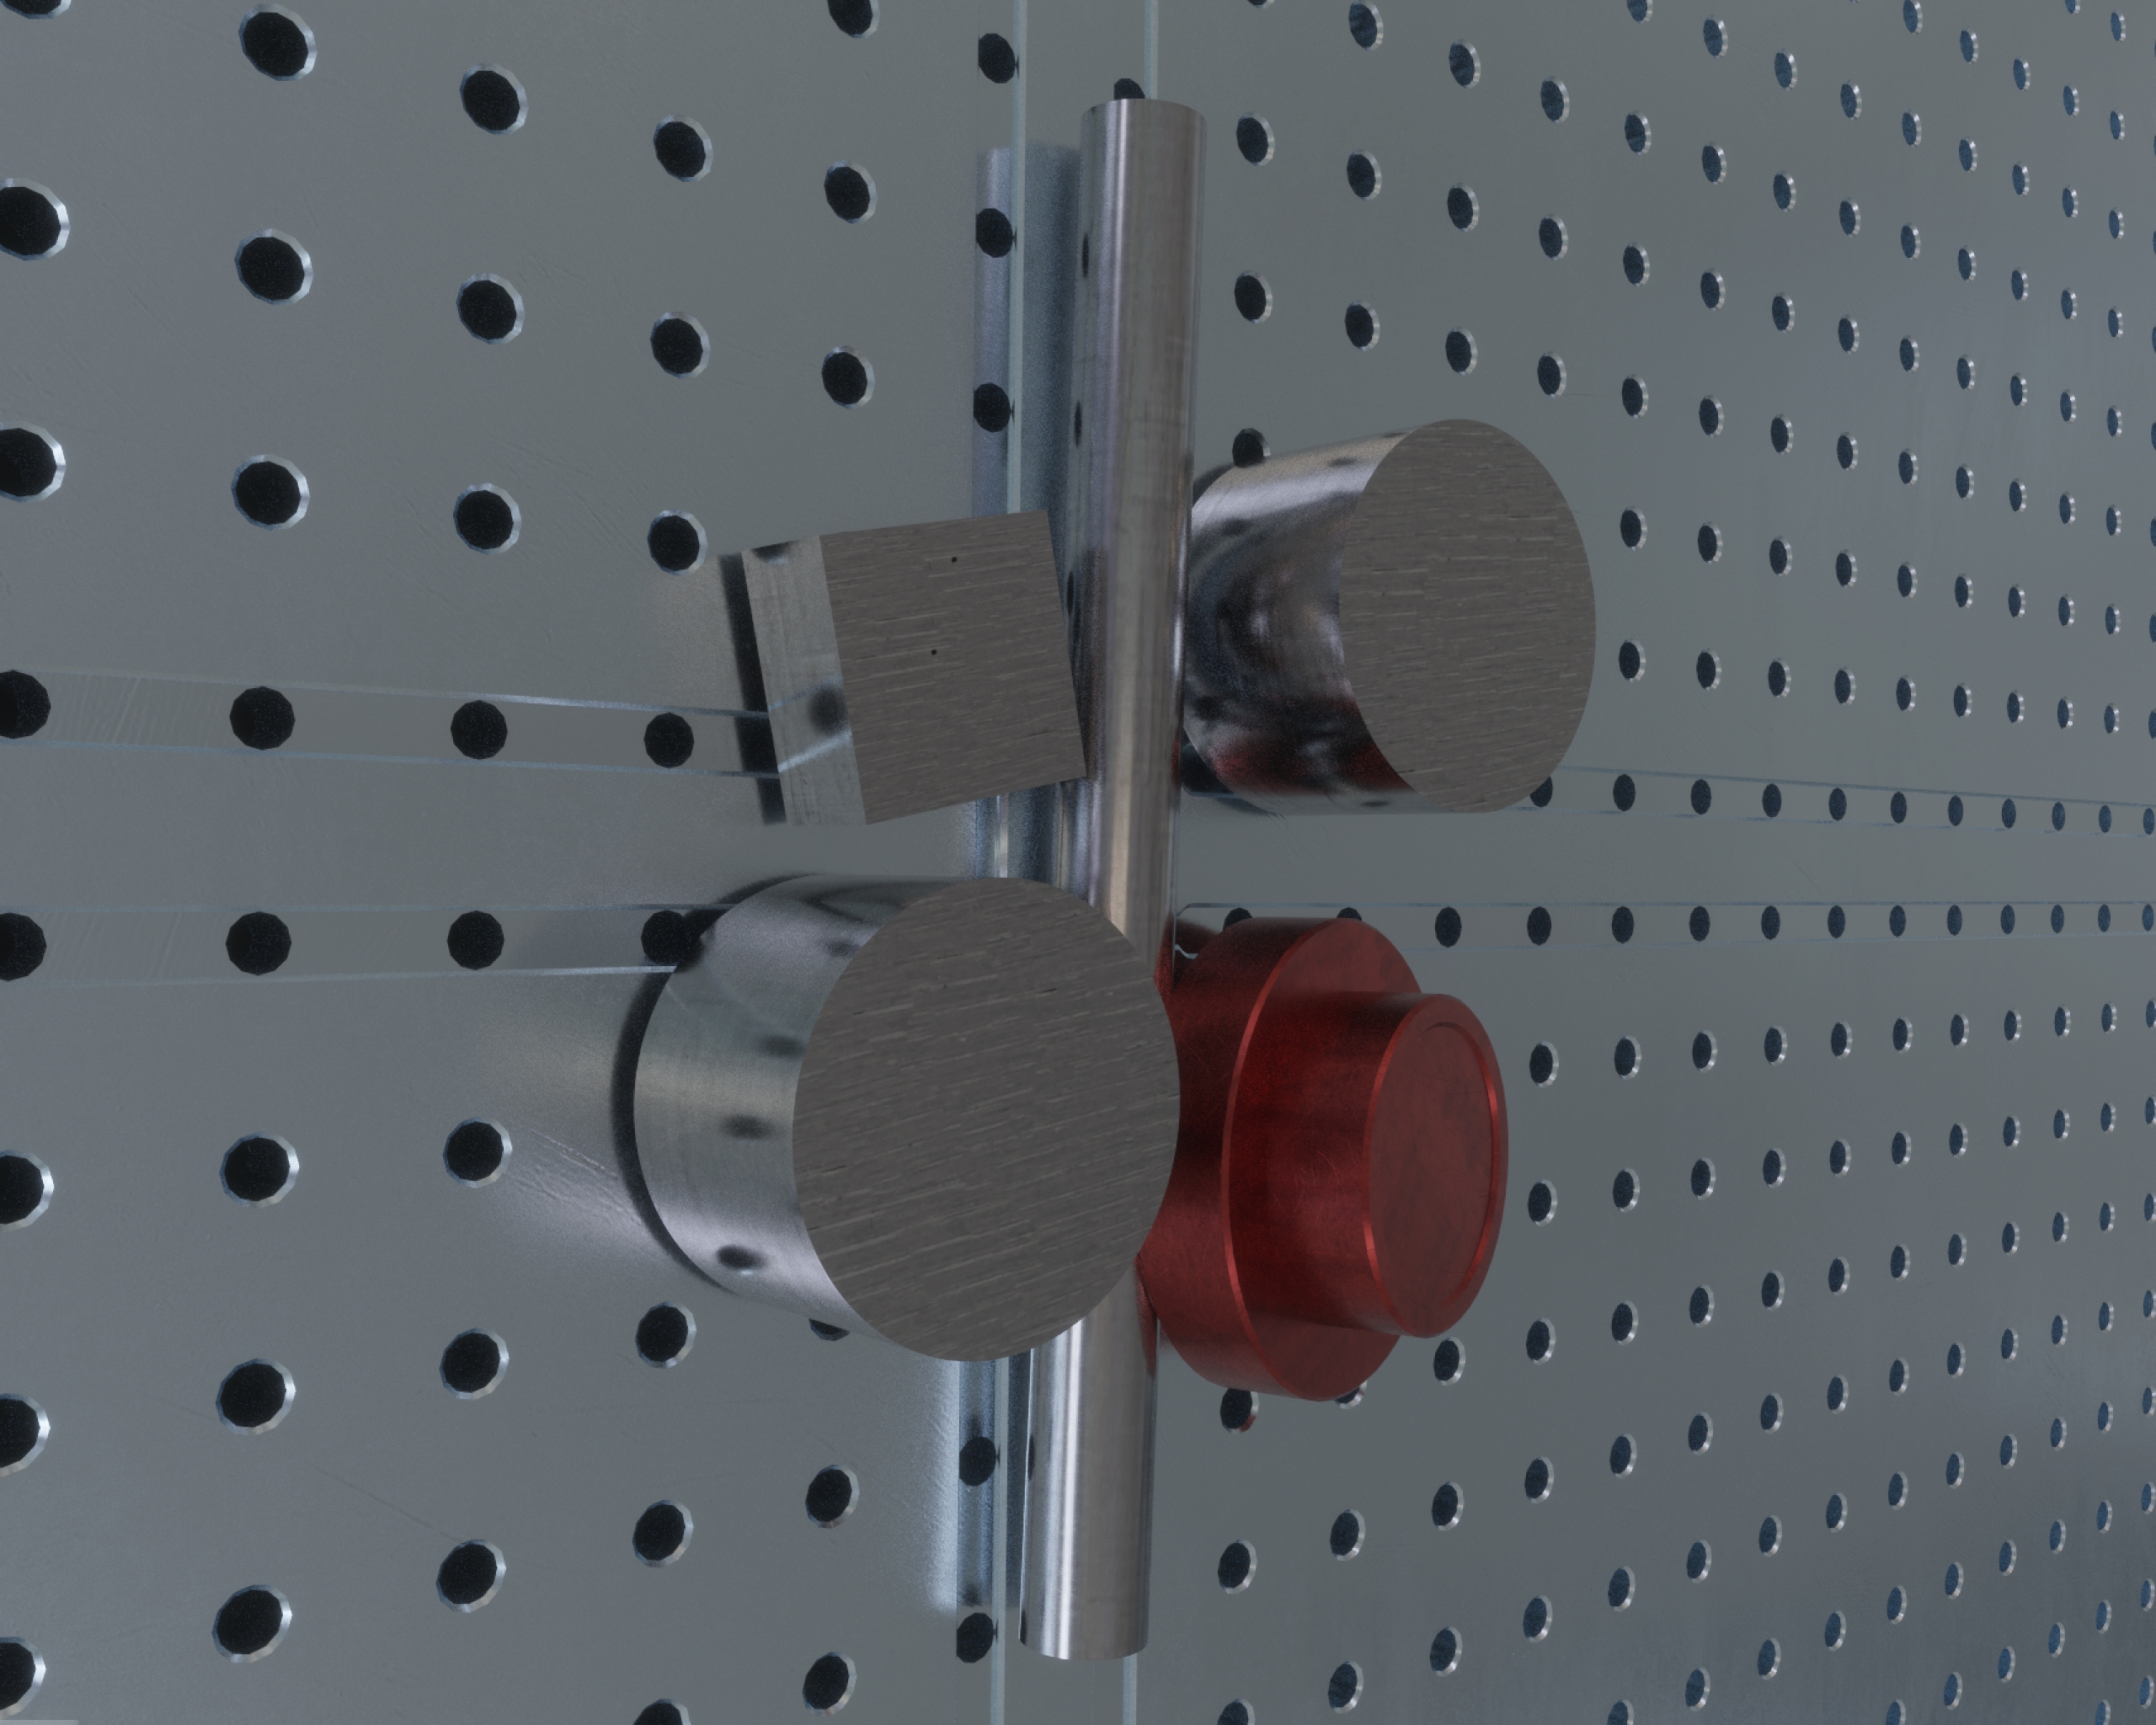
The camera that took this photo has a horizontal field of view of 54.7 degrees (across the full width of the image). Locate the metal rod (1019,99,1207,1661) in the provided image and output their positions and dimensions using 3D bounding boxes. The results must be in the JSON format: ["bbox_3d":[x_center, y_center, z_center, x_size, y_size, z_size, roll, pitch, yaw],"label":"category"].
[{"bbox_3d":[0.007,0.002,0.410,0.025,0.025,0.298,4,88,-40],"label":"metal rod"}]

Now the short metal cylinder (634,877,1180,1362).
[{"bbox_3d":[-0.029,0.042,0.363,0.081,0.050,0.079,0,90,-40],"label":"short metal cylinder"}]

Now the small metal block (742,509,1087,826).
[{"bbox_3d":[-0.029,-0.036,0.380,0.050,0.025,0.050,-15,99,-39],"label":"small metal block"}]

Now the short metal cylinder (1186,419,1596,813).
[{"bbox_3d":[0.064,-0.050,0.442,0.081,0.050,0.079,0,90,-40],"label":"short metal cylinder"}]

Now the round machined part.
[{"bbox_3d":[0.055,0.060,0.424,0.099,0.042,0.097,1,89,-56],"label":"round machined part"}]
